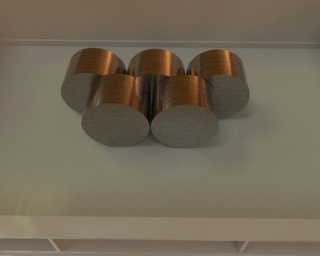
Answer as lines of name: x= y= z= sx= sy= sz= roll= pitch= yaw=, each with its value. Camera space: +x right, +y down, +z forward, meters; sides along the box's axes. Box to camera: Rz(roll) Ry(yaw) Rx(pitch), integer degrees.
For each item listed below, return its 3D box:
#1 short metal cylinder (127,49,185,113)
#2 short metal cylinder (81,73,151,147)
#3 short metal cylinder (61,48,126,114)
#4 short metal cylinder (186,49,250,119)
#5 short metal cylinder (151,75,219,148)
short metal cylinder: x=-0.006 y=-0.058 z=0.416 sx=0.080 sy=0.080 sz=0.050 roll=1 pitch=50 yaw=0
short metal cylinder: x=-0.052 y=-0.021 z=0.384 sx=0.080 sy=0.080 sz=0.050 roll=1 pitch=50 yaw=0
short metal cylinder: x=-0.087 y=-0.060 z=0.417 sx=0.080 sy=0.080 sz=0.050 roll=1 pitch=50 yaw=0
short metal cylinder: x=0.075 y=-0.057 z=0.416 sx=0.080 sy=0.080 sz=0.050 roll=1 pitch=50 yaw=1
short metal cylinder: x=0.030 y=-0.019 z=0.383 sx=0.080 sy=0.080 sz=0.050 roll=1 pitch=50 yaw=0
